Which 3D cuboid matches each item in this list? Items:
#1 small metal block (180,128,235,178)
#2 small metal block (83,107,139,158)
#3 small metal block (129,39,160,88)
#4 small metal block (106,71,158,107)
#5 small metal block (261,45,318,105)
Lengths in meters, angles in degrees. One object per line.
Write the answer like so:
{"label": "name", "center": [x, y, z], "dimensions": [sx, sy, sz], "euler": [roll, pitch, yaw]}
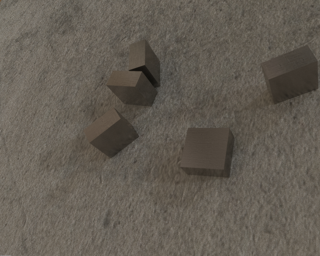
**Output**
{"label": "small metal block", "center": [0.055, 0.028, 0.357], "dimensions": [0.050, 0.025, 0.050], "euler": [0, 62, 27]}
{"label": "small metal block", "center": [-0.064, 0.007, 0.415], "dimensions": [0.050, 0.050, 0.025], "euler": [-38, 51, 3]}
{"label": "small metal block", "center": [-0.022, -0.092, 0.454], "dimensions": [0.025, 0.050, 0.050], "euler": [-14, 56, 20]}
{"label": "small metal block", "center": [-0.039, -0.056, 0.441], "dimensions": [0.050, 0.050, 0.025], "euler": [8, 66, 31]}
{"label": "small metal block", "center": [0.146, -0.058, 0.347], "dimensions": [0.050, 0.050, 0.025], "euler": [-21, 54, 15]}
